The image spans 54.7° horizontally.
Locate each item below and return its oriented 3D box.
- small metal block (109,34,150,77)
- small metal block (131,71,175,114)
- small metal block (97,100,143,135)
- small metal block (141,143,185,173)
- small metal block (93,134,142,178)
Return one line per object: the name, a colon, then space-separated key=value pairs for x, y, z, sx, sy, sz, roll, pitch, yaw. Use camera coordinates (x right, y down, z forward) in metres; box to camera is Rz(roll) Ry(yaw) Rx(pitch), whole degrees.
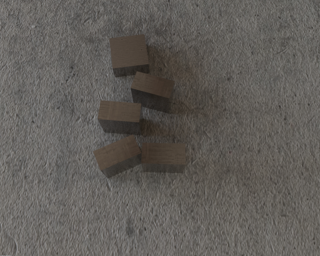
small metal block: x=-0.044 y=-0.104 z=0.446 sx=0.050 sy=0.025 sz=0.050 roll=-8 pitch=70 yaw=-3
small metal block: x=-0.009 y=-0.046 z=0.411 sx=0.050 sy=0.050 sz=0.025 roll=15 pitch=71 yaw=5
small metal block: x=-0.049 y=-0.012 z=0.399 sx=0.050 sy=0.050 sz=0.025 roll=5 pitch=70 yaw=2
small metal block: x=0.004 y=0.038 z=0.381 sx=0.050 sy=0.050 sz=0.025 roll=1 pitch=70 yaw=0
small metal block: x=-0.049 y=0.036 z=0.381 sx=0.050 sy=0.050 sz=0.025 roll=-23 pitch=72 yaw=-8
